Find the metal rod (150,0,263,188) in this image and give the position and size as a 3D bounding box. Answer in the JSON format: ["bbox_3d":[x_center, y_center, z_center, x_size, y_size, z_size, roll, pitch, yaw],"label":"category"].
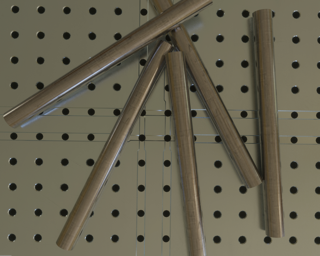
[{"bbox_3d":[0.059,-0.058,0.414,0.025,0.025,0.299,-27,90,0],"label":"metal rod"}]

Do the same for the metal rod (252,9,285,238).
[{"bbox_3d":[0.146,-0.006,0.415,0.025,0.025,0.298,-3,90,-1],"label":"metal rod"}]

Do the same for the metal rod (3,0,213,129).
[{"bbox_3d":[-0.070,-0.087,0.397,0.301,0.025,0.025,-31,90,5],"label":"metal rod"}]

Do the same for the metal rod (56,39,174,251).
[{"bbox_3d":[-0.059,0.022,0.412,0.025,0.025,0.299,27,90,-1],"label":"metal rod"}]

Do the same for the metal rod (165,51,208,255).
[{"bbox_3d":[0.037,0.052,0.405,0.025,0.025,0.298,-7,93,0],"label":"metal rod"}]
